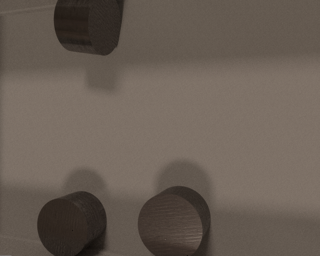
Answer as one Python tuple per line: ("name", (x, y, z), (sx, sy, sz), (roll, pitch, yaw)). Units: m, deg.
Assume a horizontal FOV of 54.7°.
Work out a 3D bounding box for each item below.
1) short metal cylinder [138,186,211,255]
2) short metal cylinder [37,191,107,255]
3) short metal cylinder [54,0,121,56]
("short metal cylinder", (0.019, 0.117, 0.390), (0.080, 0.050, 0.079), (0, 90, 19))
("short metal cylinder", (-0.124, 0.134, 0.439), (0.080, 0.050, 0.079), (0, 90, 19))
("short metal cylinder", (-0.094, -0.140, 0.413), (0.050, 0.080, 0.079), (12, 94, 19))
